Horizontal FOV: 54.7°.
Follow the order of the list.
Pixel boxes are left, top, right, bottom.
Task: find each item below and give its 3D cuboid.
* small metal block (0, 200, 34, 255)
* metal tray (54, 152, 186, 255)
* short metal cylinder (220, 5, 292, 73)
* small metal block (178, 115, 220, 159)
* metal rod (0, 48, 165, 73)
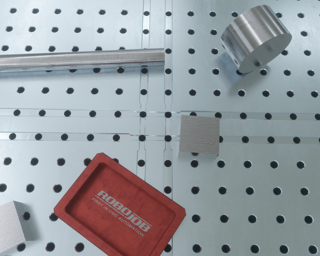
[{"bbox_3d":[-0.185,0.121,0.365,0.050,0.025,0.050,-24,72,-9],"label":"small metal block"},{"bbox_3d":[-0.046,0.101,0.371,0.130,0.030,0.090,33,73,11],"label":"metal tray"},{"bbox_3d":[0.132,-0.121,0.428,0.080,0.080,0.050,-25,72,-9],"label":"short metal cylinder"},{"bbox_3d":[0.051,0.012,0.408,0.050,0.025,0.050,5,70,1],"label":"small metal block"},{"bbox_3d":[-0.145,-0.096,0.444,0.302,0.025,0.025,-3,70,-2],"label":"metal rod"}]
